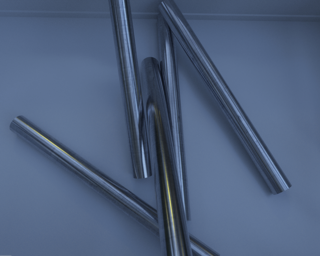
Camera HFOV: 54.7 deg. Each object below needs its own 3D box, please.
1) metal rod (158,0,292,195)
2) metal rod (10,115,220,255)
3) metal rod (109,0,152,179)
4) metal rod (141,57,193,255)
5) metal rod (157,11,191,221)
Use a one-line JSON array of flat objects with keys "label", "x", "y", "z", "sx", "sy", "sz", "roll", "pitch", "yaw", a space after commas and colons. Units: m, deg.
[{"label": "metal rod", "x": 0.080, "y": -0.050, "z": 0.415, "sx": 0.025, "sy": 0.025, "sz": 0.299, "roll": -27, "pitch": 78, "yaw": -10}, {"label": "metal rod", "x": -0.064, "y": 0.072, "z": 0.374, "sx": 0.301, "sy": 0.025, "sz": 0.025, "roll": 32, "pitch": 73, "yaw": 13}, {"label": "metal rod", "x": -0.040, "y": -0.087, "z": 0.375, "sx": 0.025, "sy": 0.025, "sz": 0.298, "roll": -8, "pitch": 96, "yaw": -3}, {"label": "metal rod", "x": 0.001, "y": 0.016, "z": 0.341, "sx": 0.025, "sy": 0.025, "sz": 0.300, "roll": -6, "pitch": 46, "yaw": -3}, {"label": "metal rod", "x": 0.016, "y": -0.029, "z": 0.420, "sx": 0.025, "sy": 0.025, "sz": 0.299, "roll": -3, "pitch": 70, "yaw": -2}]
